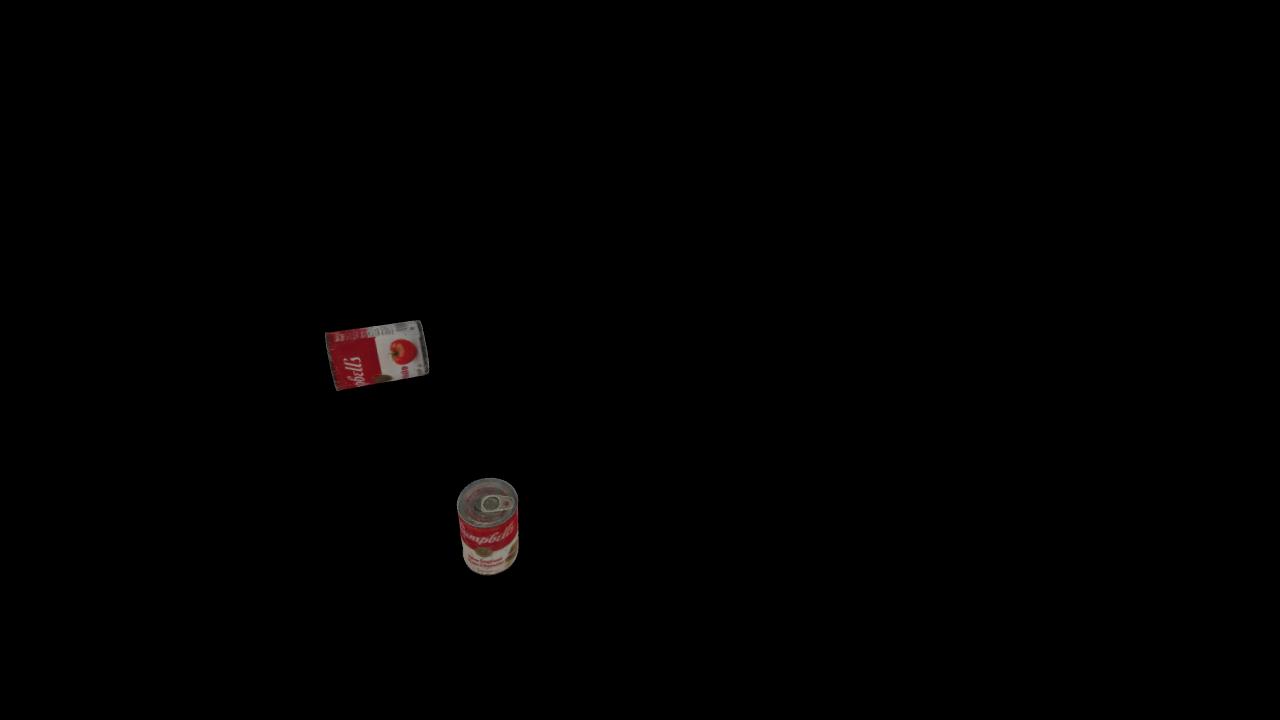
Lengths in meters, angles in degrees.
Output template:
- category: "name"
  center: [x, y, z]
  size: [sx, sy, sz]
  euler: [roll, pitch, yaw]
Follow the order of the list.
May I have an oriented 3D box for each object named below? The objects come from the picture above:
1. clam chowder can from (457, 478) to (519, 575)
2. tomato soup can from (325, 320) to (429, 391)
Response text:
- category: "clam chowder can"
  center: [-0.176, 0.196, 0.719]
  size: [0.068, 0.102, 0.068]
  euler: [5, 40, -4]
- category: "tomato soup can"
  center: [-0.299, -0.007, 0.706]
  size: [0.101, 0.068, 0.068]
  euler: [-11, 5, -24]
